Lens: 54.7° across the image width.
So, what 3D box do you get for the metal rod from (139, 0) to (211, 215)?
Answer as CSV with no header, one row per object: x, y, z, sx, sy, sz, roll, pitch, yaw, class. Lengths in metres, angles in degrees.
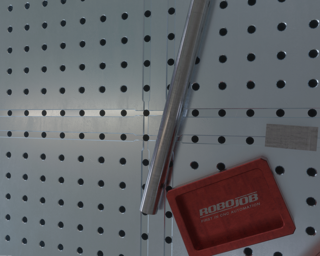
0.020,-0.033,0.405,0.025,0.025,0.298,16,95,19,metal rod

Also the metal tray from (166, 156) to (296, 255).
0.084,0.098,0.380,0.130,0.030,0.090,-24,82,18,metal tray

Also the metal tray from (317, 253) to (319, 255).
0.194,0.197,0.341,0.090,0.030,0.130,42,103,15,metal tray

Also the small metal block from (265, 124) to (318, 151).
0.146,0.009,0.348,0.050,0.050,0.025,5,92,20,small metal block
